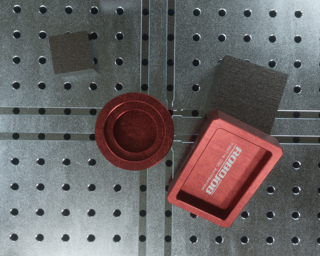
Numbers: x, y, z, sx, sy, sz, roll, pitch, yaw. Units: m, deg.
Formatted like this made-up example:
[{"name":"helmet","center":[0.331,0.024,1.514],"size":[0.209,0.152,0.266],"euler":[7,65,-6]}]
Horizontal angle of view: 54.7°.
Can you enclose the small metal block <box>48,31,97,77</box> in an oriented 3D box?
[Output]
[{"name":"small metal block","center":[-0.115,-0.098,0.412],"size":[0.050,0.025,0.050],"euler":[-9,90,0]}]

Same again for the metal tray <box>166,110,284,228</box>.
[{"name":"metal tray","center":[0.076,0.054,0.384],"size":[0.090,0.030,0.129],"euler":[26,113,-4]}]

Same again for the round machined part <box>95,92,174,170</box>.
[{"name":"round machined part","center":[-0.032,0.004,0.405],"size":[0.099,0.042,0.097],"euler":[0,90,0]}]

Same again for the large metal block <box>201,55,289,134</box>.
[{"name":"large metal block","center":[0.107,-0.039,0.402],"size":[0.080,0.050,0.080],"euler":[18,90,0]}]
